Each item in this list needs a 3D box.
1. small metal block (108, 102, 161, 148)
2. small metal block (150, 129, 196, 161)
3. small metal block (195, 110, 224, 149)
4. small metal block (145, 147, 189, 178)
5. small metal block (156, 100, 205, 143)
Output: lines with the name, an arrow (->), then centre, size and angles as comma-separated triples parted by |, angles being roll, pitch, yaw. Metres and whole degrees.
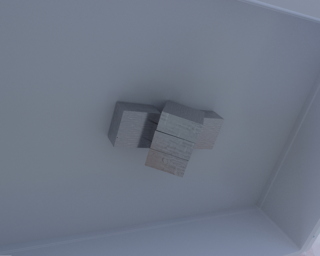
small metal block -> -0.033, -0.003, 0.388 | 0.050, 0.025, 0.050 | 4, 117, -31
small metal block -> 0.019, 0.013, 0.397 | 0.050, 0.050, 0.025 | 18, 113, 3
small metal block -> 0.056, 0.002, 0.441 | 0.050, 0.025, 0.050 | 3, 117, -30
small metal block -> 0.012, 0.035, 0.407 | 0.050, 0.050, 0.025 | 18, 113, 3
small metal block -> 0.027, -0.009, 0.388 | 0.050, 0.050, 0.025 | 19, 112, 3
